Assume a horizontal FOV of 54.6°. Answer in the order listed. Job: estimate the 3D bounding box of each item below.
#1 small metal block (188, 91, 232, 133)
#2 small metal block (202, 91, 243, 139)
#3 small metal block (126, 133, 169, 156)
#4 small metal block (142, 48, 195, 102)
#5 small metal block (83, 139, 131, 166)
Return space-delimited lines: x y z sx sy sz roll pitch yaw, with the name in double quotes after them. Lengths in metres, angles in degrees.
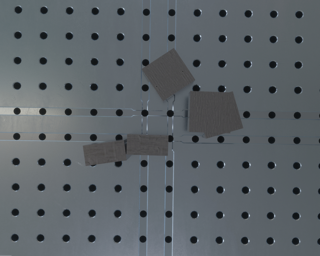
0.061 -0.019 0.389 0.050 0.025 0.050 2 90 0 "small metal block"
0.077 -0.017 0.414 0.050 0.025 0.050 -16 90 0 "small metal block"
-0.015 0.020 0.401 0.050 0.050 0.025 2 90 0 "small metal block"
0.011 -0.069 0.413 0.050 0.025 0.050 -34 90 0 "small metal block"
-0.067 0.030 0.400 0.050 0.050 0.025 -8 90 0 "small metal block"
